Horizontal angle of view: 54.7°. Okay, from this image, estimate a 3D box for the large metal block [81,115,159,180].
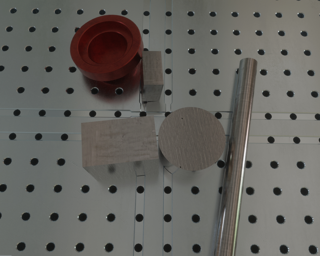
[{"bbox_3d":[-0.044,0.027,0.372,0.081,0.080,0.050,-6,70,-3],"label":"large metal block"}]

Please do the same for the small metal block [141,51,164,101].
[{"bbox_3d":[-0.012,-0.070,0.423,0.025,0.050,0.050,-1,70,-7],"label":"small metal block"}]

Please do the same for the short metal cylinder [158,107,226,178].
[{"bbox_3d":[0.038,0.020,0.392,0.081,0.050,0.080,0,70,0],"label":"short metal cylinder"}]

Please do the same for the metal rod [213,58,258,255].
[{"bbox_3d":[0.098,0.043,0.397,0.025,0.025,0.299,11,70,4],"label":"metal rod"}]

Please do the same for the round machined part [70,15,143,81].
[{"bbox_3d":[-0.071,-0.107,0.436,0.099,0.042,0.098,-3,66,7],"label":"round machined part"}]
